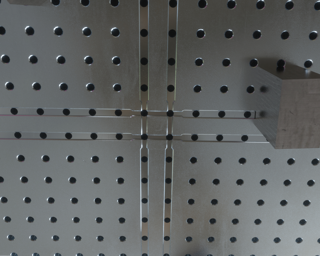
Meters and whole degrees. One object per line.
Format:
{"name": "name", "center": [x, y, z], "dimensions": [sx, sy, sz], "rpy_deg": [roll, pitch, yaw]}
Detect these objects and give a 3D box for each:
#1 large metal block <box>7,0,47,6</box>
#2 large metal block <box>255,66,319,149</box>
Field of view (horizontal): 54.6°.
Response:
{"name": "large metal block", "center": [-0.146, -0.176, 0.318], "dimensions": [0.050, 0.080, 0.080], "rpy_deg": [-34, 107, 12]}
{"name": "large metal block", "center": [0.154, -0.028, 0.375], "dimensions": [0.050, 0.080, 0.079], "rpy_deg": [-2, 110, 1]}
